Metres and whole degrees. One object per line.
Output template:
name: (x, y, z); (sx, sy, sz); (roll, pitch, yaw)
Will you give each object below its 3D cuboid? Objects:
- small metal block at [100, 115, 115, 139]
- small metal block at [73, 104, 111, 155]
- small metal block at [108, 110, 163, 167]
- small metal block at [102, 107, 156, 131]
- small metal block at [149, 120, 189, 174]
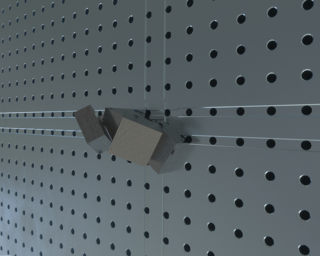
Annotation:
small metal block: (-0.074, 0.005, 0.468); (0.050, 0.025, 0.050); (-24, 75, 37)
small metal block: (-0.091, 0.003, 0.429); (0.025, 0.050, 0.050); (-28, 68, -4)
small metal block: (-0.030, 0.013, 0.381); (0.050, 0.025, 0.050); (22, 109, -9)
small metal block: (-0.042, -0.008, 0.426); (0.050, 0.050, 0.025); (24, 105, 37)
small metal block: (0.001, 0.024, 0.407); (0.050, 0.025, 0.050); (43, 116, 31)
